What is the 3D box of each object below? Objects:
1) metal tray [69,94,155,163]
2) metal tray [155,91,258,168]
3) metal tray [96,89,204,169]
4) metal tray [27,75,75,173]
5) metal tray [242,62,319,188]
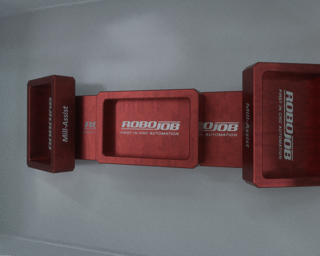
[{"bbox_3d":[-0.063,0.000,0.430,0.130,0.030,0.089,0,90,20],"label":"metal tray"},{"bbox_3d":[0.059,0.001,0.386,0.130,0.030,0.089,0,90,20],"label":"metal tray"},{"bbox_3d":[-0.014,0.000,0.379,0.130,0.030,0.089,1,90,20],"label":"metal tray"},{"bbox_3d":[-0.157,-0.006,0.443,0.090,0.030,0.129,1,90,45],"label":"metal tray"},{"bbox_3d":[0.138,-0.003,0.337,0.091,0.030,0.129,0,90,-9],"label":"metal tray"}]
